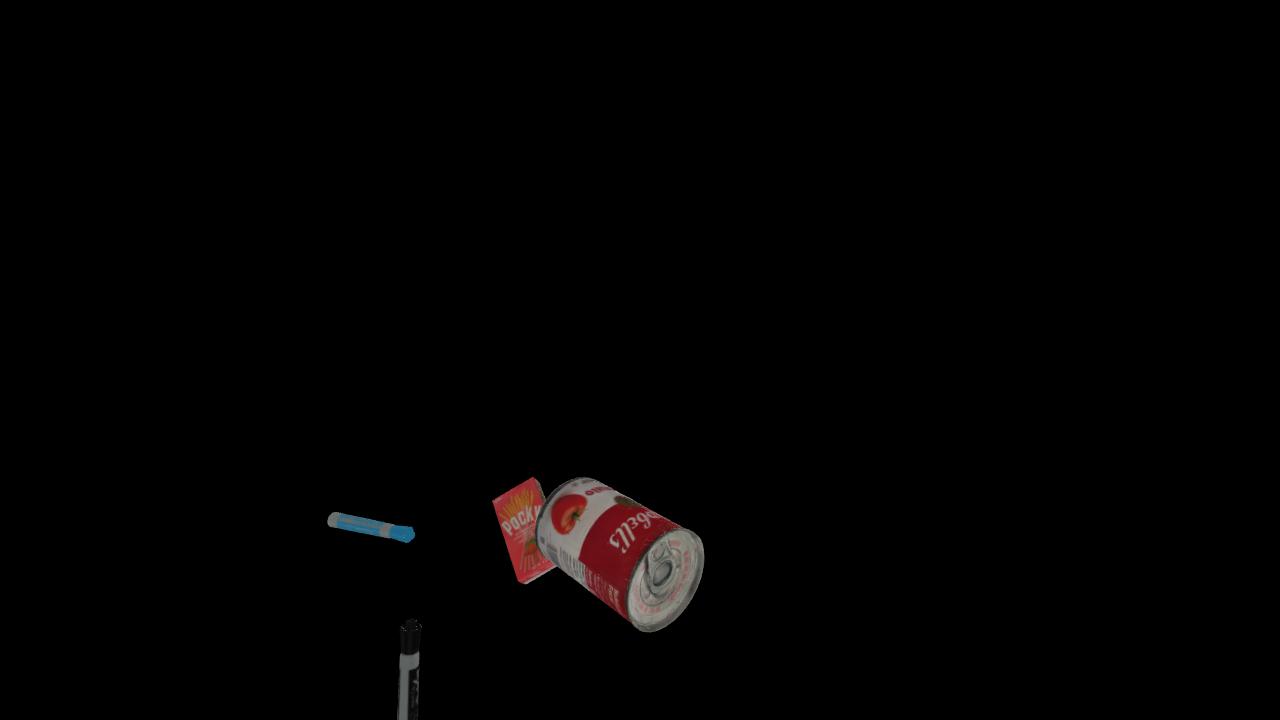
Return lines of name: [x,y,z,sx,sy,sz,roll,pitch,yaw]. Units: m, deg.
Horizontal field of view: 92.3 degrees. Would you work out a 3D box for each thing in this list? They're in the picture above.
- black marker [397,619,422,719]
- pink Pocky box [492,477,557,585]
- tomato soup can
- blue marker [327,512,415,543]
black marker: [-0.212,0.297,0.562,0.020,0.121,0.020,3,3,0]
pink Pocky box: [-0.184,0.279,1.015,0.084,0.155,0.029,-30,-35,2]
tomato soup can: [-0.016,0.126,0.415,0.068,0.068,0.101,0,11,-43]
blue marker: [-0.327,0.204,0.751,0.121,0.020,0.020,5,1,18]
